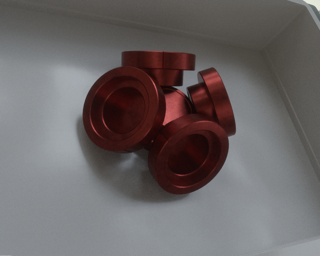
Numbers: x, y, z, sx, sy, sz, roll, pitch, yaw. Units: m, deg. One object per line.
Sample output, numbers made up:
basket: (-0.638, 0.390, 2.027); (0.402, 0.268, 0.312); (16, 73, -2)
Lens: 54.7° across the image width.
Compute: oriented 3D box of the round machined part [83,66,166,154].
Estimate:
round machined part: (-0.037, -0.018, 0.361); (0.042, 0.098, 0.098); (27, 40, -62)

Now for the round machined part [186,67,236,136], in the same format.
round machined part: (0.066, -0.030, 0.426); (0.042, 0.098, 0.098); (-18, 67, 3)

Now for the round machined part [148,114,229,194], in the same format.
round machined part: (0.030, 0.027, 0.369); (0.099, 0.097, 0.042); (-1, 26, -29)

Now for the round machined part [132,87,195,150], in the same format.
round machined part: (0.007, -0.017, 0.408); (0.099, 0.042, 0.098); (14, 56, -21)

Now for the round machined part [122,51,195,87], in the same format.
round machined part: (-0.002, -0.078, 0.417); (0.099, 0.098, 0.042); (-4, 102, -30)
